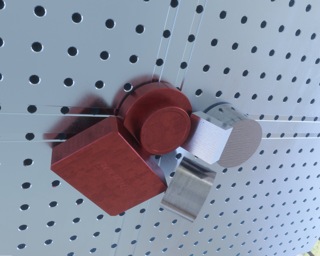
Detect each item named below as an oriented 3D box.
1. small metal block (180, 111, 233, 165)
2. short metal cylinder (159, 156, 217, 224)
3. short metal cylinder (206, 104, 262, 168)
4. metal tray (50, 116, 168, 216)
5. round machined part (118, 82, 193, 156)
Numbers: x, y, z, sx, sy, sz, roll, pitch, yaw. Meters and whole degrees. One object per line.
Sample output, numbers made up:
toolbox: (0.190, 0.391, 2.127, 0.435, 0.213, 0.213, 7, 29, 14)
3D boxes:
small metal block: (0.060, 0.012, 0.407, 0.025, 0.050, 0.050, -15, 129, -55)
short metal cylinder: (0.040, 0.086, 0.438, 0.050, 0.080, 0.079, 26, 110, 8)
short metal cylinder: (0.100, 0.011, 0.452, 0.081, 0.050, 0.079, -14, 124, -21)
metal tray: (-0.059, 0.054, 0.389, 0.090, 0.030, 0.130, -29, 130, 9)
round machined part: (-0.001, -0.005, 0.391, 0.099, 0.042, 0.097, -14, 124, -21)
